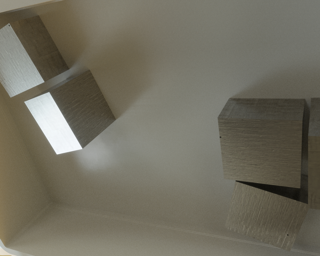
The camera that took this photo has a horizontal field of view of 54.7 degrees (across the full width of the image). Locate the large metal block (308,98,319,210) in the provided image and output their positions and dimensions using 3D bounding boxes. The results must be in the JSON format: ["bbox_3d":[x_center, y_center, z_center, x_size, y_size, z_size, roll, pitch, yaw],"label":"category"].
[{"bbox_3d":[0.172,0.023,0.297,0.050,0.080,0.079,1,119,27],"label":"large metal block"}]

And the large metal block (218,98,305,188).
[{"bbox_3d":[0.113,0.014,0.341,0.080,0.050,0.079,3,120,26],"label":"large metal block"}]

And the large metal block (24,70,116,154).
[{"bbox_3d":[-0.117,-0.022,0.419,0.050,0.080,0.080,-13,112,33],"label":"large metal block"}]

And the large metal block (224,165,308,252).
[{"bbox_3d":[0.131,0.092,0.380,0.080,0.050,0.079,16,125,19],"label":"large metal block"}]

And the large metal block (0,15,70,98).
[{"bbox_3d":[-0.188,-0.097,0.429,0.080,0.050,0.080,-14,111,33],"label":"large metal block"}]
